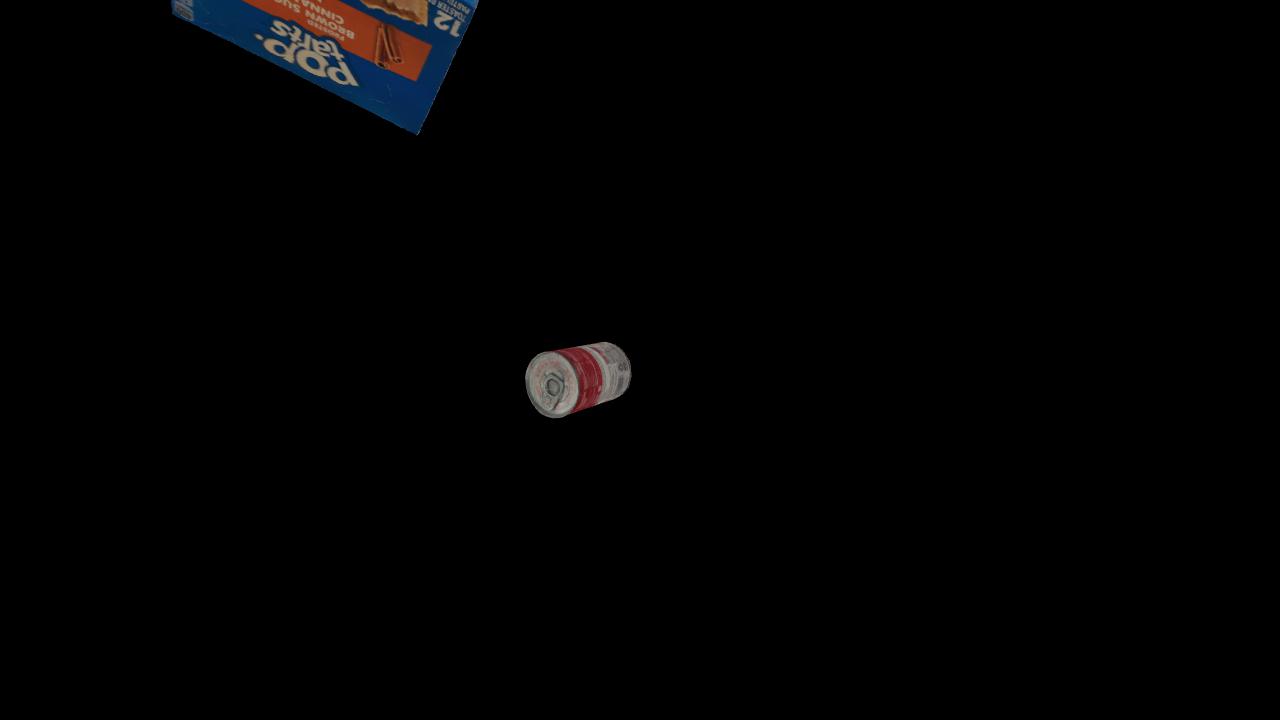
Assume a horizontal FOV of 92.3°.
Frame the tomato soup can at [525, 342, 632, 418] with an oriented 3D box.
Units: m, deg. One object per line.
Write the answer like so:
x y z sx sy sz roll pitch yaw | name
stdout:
-0.062 0.018 0.647 0.068 0.068 0.101 0 8 31 | tomato soup can

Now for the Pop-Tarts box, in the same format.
-0.200 -0.255 0.404 0.167 0.083 0.141 22 -27 -27 | Pop-Tarts box
